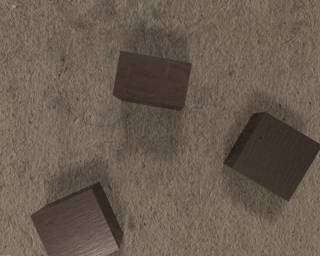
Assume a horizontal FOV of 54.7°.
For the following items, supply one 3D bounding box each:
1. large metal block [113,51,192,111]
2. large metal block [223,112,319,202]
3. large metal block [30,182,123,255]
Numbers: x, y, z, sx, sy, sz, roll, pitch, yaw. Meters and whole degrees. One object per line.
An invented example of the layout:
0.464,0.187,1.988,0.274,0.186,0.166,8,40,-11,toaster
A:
-0.009,-0.054,0.382,0.080,0.080,0.050,10,90,-1,large metal block
0.142,0.035,0.399,0.080,0.050,0.080,31,90,-1,large metal block
-0.102,0.125,0.396,0.080,0.050,0.080,-24,90,-1,large metal block
